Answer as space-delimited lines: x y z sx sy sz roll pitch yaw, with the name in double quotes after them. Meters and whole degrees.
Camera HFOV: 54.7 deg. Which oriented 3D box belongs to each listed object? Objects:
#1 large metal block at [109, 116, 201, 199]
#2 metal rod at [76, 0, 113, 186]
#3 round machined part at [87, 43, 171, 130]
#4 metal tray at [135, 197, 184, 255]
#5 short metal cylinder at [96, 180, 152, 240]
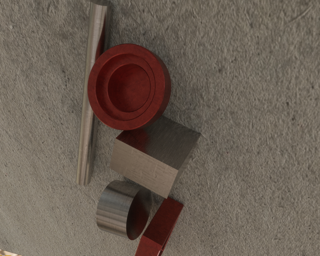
-0.005 0.029 0.390 0.080 0.080 0.050 26 128 11 "large metal block"
-0.098 -0.027 0.439 0.025 0.025 0.298 25 127 12 "metal rod"
-0.032 -0.046 0.366 0.098 0.042 0.097 0 90 22 "round machined part"
-0.008 0.179 0.478 0.030 0.090 0.129 26 127 12 "metal tray"
-0.053 0.124 0.474 0.050 0.080 0.079 9 123 23 "short metal cylinder"
